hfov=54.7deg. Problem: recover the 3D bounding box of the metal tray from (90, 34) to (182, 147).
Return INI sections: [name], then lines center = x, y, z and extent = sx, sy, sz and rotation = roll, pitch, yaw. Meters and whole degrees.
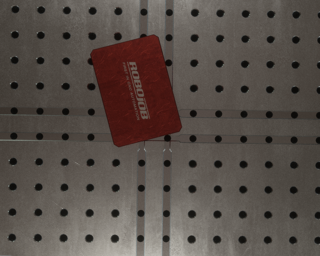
[metal tray]
center = -0.030, -0.048, 0.410
extent = 0.091, 0.030, 0.129
rotation = -15, 90, -1
